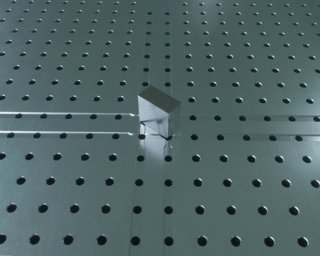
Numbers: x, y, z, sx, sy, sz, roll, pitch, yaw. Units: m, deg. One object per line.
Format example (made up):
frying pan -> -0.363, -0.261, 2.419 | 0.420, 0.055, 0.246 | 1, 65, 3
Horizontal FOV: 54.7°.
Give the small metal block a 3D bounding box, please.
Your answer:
small metal block -> -0.001, -0.021, 0.409 | 0.050, 0.050, 0.025 | 33, 57, 24
